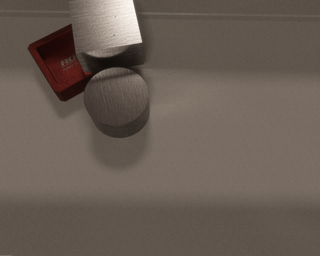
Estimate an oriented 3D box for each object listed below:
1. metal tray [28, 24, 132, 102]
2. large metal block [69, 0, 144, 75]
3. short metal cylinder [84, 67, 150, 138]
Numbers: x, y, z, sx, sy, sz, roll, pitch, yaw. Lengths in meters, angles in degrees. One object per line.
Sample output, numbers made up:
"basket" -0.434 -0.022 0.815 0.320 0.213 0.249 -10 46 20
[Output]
"metal tray" -0.107 -0.108 0.444 0.131 0.030 0.090 -32 73 -11
"large metal block" -0.069 -0.124 0.409 0.081 0.050 0.080 -11 71 -5
"short metal cylinder" -0.055 -0.032 0.407 0.081 0.050 0.080 0 70 0
